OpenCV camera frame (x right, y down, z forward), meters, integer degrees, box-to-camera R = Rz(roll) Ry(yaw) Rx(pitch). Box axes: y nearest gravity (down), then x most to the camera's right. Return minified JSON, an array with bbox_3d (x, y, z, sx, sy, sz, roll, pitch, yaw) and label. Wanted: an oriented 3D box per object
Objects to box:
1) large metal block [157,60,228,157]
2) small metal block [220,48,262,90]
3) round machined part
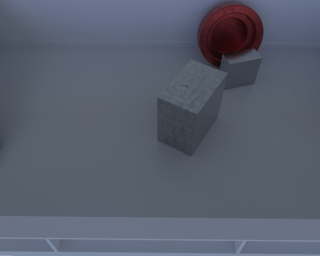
[{"bbox_3d":[0.039,-0.025,0.391,0.050,0.080,0.080,25,54,19],"label":"large metal block"},{"bbox_3d":[0.118,-0.088,0.464,0.050,0.050,0.025,-13,52,-11],"label":"small metal block"},{"bbox_3d":[0.107,-0.148,0.486,0.099,0.097,0.042,-4,36,-4],"label":"round machined part"}]
